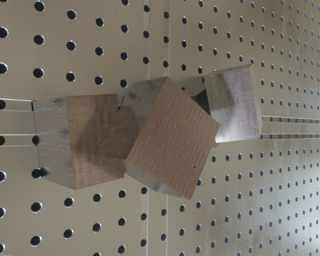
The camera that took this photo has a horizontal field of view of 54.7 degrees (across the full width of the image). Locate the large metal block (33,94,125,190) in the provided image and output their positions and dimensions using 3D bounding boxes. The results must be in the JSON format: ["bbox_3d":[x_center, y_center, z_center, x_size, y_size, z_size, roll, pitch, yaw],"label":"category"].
[{"bbox_3d":[-0.082,0.010,0.305,0.050,0.080,0.079,-8,96,-40],"label":"large metal block"}]

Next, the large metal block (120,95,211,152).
[{"bbox_3d":[0.004,-0.005,0.378,0.080,0.080,0.050,24,75,-38],"label":"large metal block"}]

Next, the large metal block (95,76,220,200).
[{"bbox_3d":[0.001,0.011,0.290,0.080,0.050,0.080,38,67,-33],"label":"large metal block"}]

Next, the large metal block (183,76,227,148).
[{"bbox_3d":[0.072,-0.027,0.455,0.080,0.050,0.080,-37,113,-34],"label":"large metal block"}]

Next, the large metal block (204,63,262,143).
[{"bbox_3d":[0.094,-0.034,0.385,0.080,0.050,0.079,-37,117,-66],"label":"large metal block"}]
